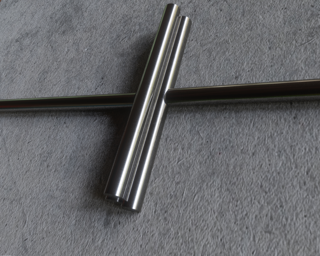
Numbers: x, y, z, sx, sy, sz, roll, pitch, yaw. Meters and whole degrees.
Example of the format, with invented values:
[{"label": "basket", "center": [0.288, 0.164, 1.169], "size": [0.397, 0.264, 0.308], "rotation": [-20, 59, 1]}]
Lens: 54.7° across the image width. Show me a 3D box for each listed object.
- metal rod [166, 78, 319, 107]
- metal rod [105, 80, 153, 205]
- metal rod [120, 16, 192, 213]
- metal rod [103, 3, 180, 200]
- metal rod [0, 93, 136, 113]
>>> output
[{"label": "metal rod", "center": [0.147, -0.042, 0.353], "size": [0.300, 0.025, 0.025], "rotation": [0, 62, 27]}, {"label": "metal rod", "center": [-0.019, -0.041, 0.440], "size": [0.025, 0.025, 0.300], "rotation": [1, 62, 28]}, {"label": "metal rod", "center": [0.001, -0.036, 0.426], "size": [0.025, 0.025, 0.300], "rotation": [1, 62, 28]}, {"label": "metal rod", "center": [-0.017, -0.052, 0.419], "size": [0.025, 0.025, 0.300], "rotation": [1, 62, 28]}, {"label": "metal rod", "center": [-0.164, -0.040, 0.513], "size": [0.300, 0.025, 0.025], "rotation": [1, 62, 28]}]
